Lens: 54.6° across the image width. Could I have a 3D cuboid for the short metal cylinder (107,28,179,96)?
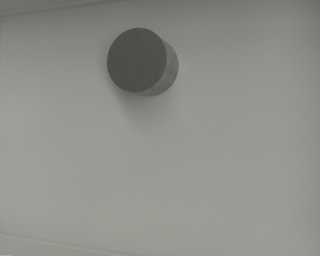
[{"bbox_3d":[-0.021,-0.084,0.405,0.080,0.050,0.080,0,90,20],"label":"short metal cylinder"}]
